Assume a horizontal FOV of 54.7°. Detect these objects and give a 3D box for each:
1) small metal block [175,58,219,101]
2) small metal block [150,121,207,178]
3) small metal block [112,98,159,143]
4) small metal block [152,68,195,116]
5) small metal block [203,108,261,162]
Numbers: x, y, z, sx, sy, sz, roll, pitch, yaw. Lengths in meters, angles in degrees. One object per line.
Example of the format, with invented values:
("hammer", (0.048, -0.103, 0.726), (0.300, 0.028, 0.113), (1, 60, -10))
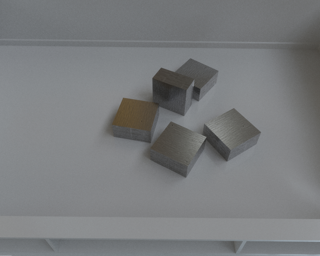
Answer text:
("small metal block", (0.052, -0.074, 0.468), (0.050, 0.025, 0.050), (30, 56, 22))
("small metal block", (0.023, 0.026, 0.384), (0.050, 0.025, 0.050), (25, 54, 19))
("small metal block", (-0.031, -0.011, 0.414), (0.050, 0.025, 0.050), (10, 51, 7))
("small metal block", (0.018, -0.050, 0.431), (0.050, 0.050, 0.025), (22, 54, 17))
("small metal block", (0.091, 0.008, 0.400), (0.050, 0.025, 0.050), (-27, 55, -21))
